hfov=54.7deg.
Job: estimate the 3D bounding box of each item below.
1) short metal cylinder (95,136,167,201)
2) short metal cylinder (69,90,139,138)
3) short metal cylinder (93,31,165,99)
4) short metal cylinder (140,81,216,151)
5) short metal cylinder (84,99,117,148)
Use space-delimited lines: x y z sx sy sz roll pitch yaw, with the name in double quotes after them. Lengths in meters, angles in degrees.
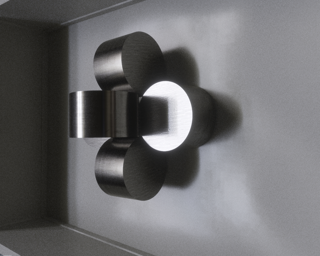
-0.036 0.050 0.398 0.050 0.081 0.080 -2 89 39 "short metal cylinder"
-0.065 -0.014 0.365 0.080 0.081 0.050 -1 89 40 "short metal cylinder"
-0.038 -0.079 0.400 0.050 0.081 0.080 -2 89 39 "short metal cylinder"
0.020 -0.014 0.372 0.080 0.050 0.080 0 90 40 "short metal cylinder"
-0.073 -0.013 0.449 0.080 0.050 0.080 0 90 40 "short metal cylinder"
